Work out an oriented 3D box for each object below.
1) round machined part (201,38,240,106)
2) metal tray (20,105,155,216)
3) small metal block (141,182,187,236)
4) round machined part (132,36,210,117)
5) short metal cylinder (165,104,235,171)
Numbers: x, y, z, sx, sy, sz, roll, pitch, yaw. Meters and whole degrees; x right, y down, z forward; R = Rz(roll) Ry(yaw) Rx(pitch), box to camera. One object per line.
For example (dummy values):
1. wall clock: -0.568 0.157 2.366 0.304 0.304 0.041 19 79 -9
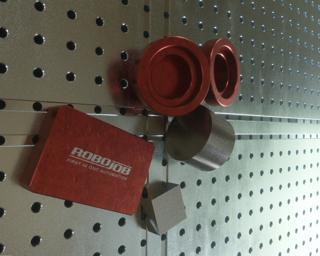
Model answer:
1. round machined part: 0.079 -0.081 0.458 0.099 0.042 0.097 -4 95 -52
2. metal tray: -0.073 0.040 0.347 0.131 0.030 0.090 27 73 -37
3. small metal block: 0.005 0.107 0.416 0.050 0.025 0.050 -21 104 -38
4. round machined part: 0.011 -0.065 0.397 0.099 0.042 0.097 -4 99 -22
5. short metal cylinder: 0.054 0.014 0.421 0.050 0.080 0.080 27 73 -37
